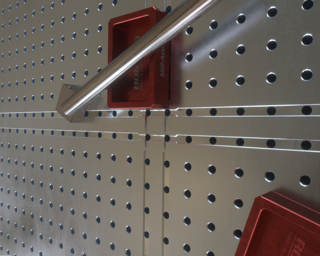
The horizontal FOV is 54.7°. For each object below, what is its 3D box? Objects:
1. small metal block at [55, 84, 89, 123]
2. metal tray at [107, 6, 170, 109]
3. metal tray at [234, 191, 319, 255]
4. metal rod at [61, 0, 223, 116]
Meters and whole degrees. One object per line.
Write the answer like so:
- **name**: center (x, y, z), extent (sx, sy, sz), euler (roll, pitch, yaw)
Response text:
- **small metal block**: center (-0.149, -0.042, 0.529), extent (0.050, 0.025, 0.050), euler (34, 111, 34)
- **metal tray**: center (-0.032, -0.091, 0.429), extent (0.090, 0.030, 0.129), euler (2, 91, 39)
- **metal tray**: center (0.121, 0.141, 0.304), extent (0.090, 0.030, 0.129), euler (24, 105, 37)
- **metal rod**: center (-0.037, -0.090, 0.397), extent (0.299, 0.025, 0.025), euler (-29, 72, 35)
